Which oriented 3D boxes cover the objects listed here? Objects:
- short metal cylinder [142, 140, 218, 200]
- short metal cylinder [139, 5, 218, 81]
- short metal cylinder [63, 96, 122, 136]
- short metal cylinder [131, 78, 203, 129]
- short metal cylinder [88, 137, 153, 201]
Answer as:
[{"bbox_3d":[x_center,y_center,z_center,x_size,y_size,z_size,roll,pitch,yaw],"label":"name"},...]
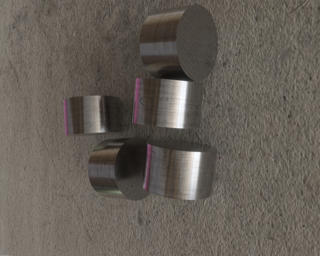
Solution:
[{"bbox_3d":[0.022,0.044,0.351,0.080,0.081,0.050,10,97,39],"label":"short metal cylinder"},{"bbox_3d":[0.023,-0.094,0.350,0.050,0.081,0.079,9,96,40],"label":"short metal cylinder"},{"bbox_3d":[-0.097,-0.016,0.450,0.080,0.081,0.050,-7,86,40],"label":"short metal cylinder"},{"bbox_3d":[0.009,-0.029,0.362,0.080,0.081,0.050,9,96,39],"label":"short metal cylinder"},{"bbox_3d":[-0.046,0.053,0.408,0.050,0.081,0.080,-5,87,40],"label":"short metal cylinder"}]
